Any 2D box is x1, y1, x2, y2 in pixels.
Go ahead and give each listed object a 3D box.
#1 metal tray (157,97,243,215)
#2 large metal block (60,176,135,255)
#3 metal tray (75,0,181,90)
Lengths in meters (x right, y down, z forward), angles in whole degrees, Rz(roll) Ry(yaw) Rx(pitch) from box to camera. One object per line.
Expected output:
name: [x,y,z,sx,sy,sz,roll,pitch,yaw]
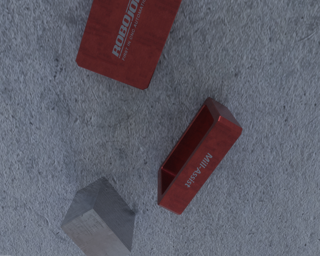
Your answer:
metal tray: [0.043,0.032,0.387,0.030,0.090,0.129,30,107,-10]
large metal block: [-0.080,0.127,0.427,0.050,0.080,0.080,-31,107,11]
metal tray: [-0.035,-0.121,0.362,0.090,0.030,0.129,20,109,-8]
